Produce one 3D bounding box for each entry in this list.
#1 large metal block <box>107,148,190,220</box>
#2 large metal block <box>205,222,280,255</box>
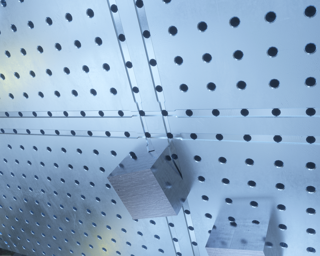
[{"bbox_3d":[-0.016,0.084,0.454,0.080,0.050,0.080,-17,110,34],"label":"large metal block"},{"bbox_3d":[0.122,0.183,0.444,0.080,0.050,0.080,-10,114,32],"label":"large metal block"}]
